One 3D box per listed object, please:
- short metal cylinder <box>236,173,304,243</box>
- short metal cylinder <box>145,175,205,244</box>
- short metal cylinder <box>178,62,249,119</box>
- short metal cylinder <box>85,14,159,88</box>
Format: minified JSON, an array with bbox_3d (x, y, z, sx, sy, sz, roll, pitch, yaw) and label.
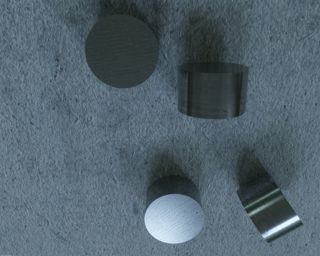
[{"bbox_3d":[0.148,0.107,0.421,0.050,0.080,0.080,-34,107,12],"label":"short metal cylinder"},{"bbox_3d":[0.020,0.114,0.439,0.081,0.050,0.079,0,110,0],"label":"short metal cylinder"},{"bbox_3d":[0.061,-0.047,0.364,0.081,0.080,0.050,0,110,0],"label":"short metal cylinder"},{"bbox_3d":[-0.042,-0.091,0.362,0.081,0.050,0.079,0,110,0],"label":"short metal cylinder"}]
